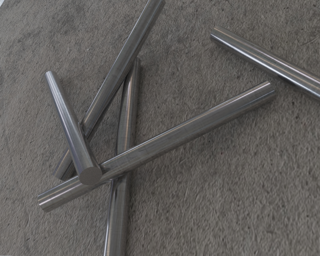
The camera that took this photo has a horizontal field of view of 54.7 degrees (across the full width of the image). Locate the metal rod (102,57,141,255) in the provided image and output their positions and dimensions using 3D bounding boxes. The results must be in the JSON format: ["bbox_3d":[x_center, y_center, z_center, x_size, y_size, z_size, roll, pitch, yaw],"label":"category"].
[{"bbox_3d":[-0.047,0.023,0.414,0.025,0.025,0.299,-12,57,22],"label":"metal rod"}]

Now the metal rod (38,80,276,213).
[{"bbox_3d":[-0.005,0.023,0.368,0.301,0.025,0.025,-27,52,2],"label":"metal rod"}]

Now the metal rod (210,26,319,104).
[{"bbox_3d":[0.163,-0.052,0.349,0.025,0.025,0.300,-43,51,-2],"label":"metal rod"}]

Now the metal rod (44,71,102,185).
[{"bbox_3d":[-0.137,-0.020,0.451,0.025,0.025,0.300,-41,40,0],"label":"metal rod"}]

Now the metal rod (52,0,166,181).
[{"bbox_3d":[-0.071,-0.062,0.451,0.025,0.025,0.299,23,82,36],"label":"metal rod"}]
